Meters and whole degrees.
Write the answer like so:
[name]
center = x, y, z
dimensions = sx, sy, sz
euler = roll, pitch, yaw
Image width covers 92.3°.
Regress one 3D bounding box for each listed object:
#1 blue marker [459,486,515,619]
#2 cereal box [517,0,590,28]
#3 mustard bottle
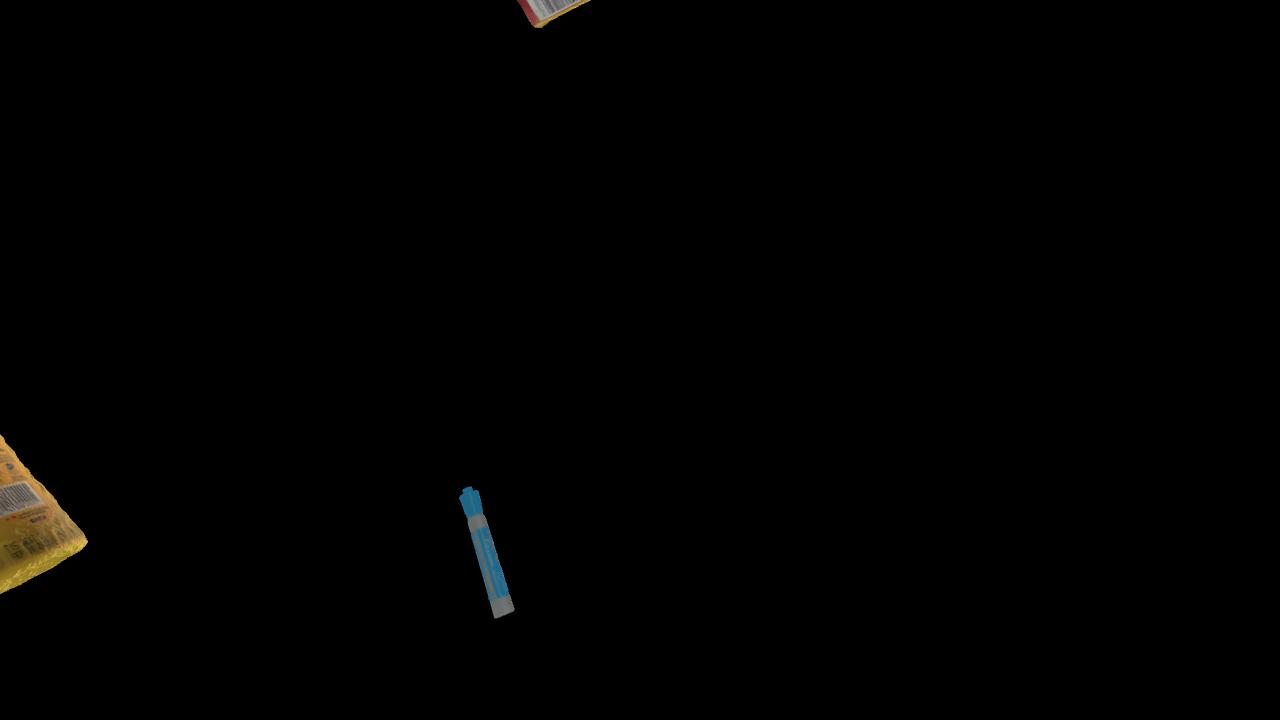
[blue marker]
center = -0.143, 0.176, 0.570
dimensions = 0.020, 0.121, 0.020
euler = -21, -18, -7
[cereal box]
center = -0.019, -0.417, 0.470
dimensions = 0.203, 0.306, 0.081
euler = -18, -30, 17
[mustard bottle]
center = -0.402, 0.048, 0.340
dimensions = 0.054, 0.184, 0.092
euler = -33, 6, -5
